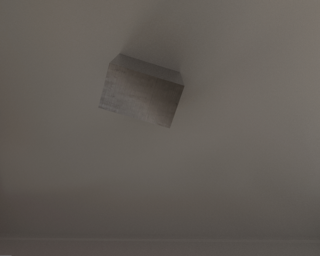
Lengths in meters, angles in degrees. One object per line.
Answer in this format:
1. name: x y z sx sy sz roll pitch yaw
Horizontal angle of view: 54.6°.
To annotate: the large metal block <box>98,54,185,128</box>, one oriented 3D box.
1. large metal block: -0.020 -0.047 0.365 0.080 0.080 0.050 16 109 -6
